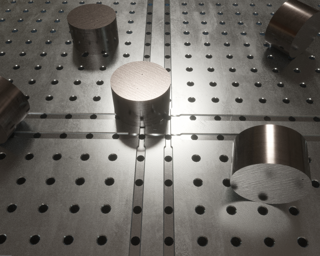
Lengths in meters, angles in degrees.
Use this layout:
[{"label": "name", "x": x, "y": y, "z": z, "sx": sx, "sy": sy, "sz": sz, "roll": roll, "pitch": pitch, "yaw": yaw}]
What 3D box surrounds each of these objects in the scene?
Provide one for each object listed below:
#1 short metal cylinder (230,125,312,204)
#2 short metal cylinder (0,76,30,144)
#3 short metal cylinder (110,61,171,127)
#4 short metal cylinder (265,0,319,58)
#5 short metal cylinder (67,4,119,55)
[{"label": "short metal cylinder", "x": 0.119, "y": 0.041, "z": 0.339, "sx": 0.080, "sy": 0.080, "sz": 0.050, "roll": 9, "pitch": 51, "yaw": 7}, {"label": "short metal cylinder", "x": -0.215, "y": -0.025, "z": 0.390, "sx": 0.080, "sy": 0.080, "sz": 0.050, "roll": 14, "pitch": 51, "yaw": 11}, {"label": "short metal cylinder", "x": -0.026, "y": -0.048, "z": 0.432, "sx": 0.081, "sy": 0.050, "sz": 0.080, "roll": 1, "pitch": 50, "yaw": 0}, {"label": "short metal cylinder", "x": 0.222, "y": -0.165, "z": 0.513, "sx": 0.081, "sy": 0.080, "sz": 0.050, "roll": -31, "pitch": 57, "yaw": -24}, {"label": "short metal cylinder", "x": -0.114, "y": -0.171, "z": 0.533, "sx": 0.081, "sy": 0.050, "sz": 0.080, "roll": 0, "pitch": 50, "yaw": 0}]
